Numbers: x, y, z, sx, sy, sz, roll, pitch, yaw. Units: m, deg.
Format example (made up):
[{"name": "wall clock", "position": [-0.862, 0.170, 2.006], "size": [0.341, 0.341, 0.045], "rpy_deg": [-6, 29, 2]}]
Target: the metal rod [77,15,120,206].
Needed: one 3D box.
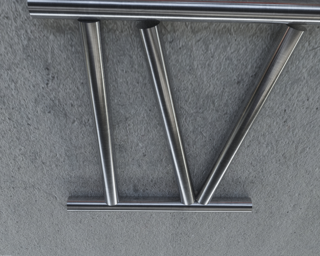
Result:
[{"name": "metal rod", "position": [-0.074, 0.003, 0.409], "size": [0.025, 0.025, 0.298], "rpy_deg": [1, 130, -1]}]

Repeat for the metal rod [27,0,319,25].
[{"name": "metal rod", "position": [0.026, -0.119, 0.308], "size": [0.302, 0.025, 0.025], "rpy_deg": [1, 130, -2]}]

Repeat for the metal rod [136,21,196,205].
[{"name": "metal rod", "position": [0.017, 0.005, 0.412], "size": [0.025, 0.025, 0.298], "rpy_deg": [-9, 130, 7]}]

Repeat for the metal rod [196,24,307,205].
[{"name": "metal rod", "position": [0.105, 0.005, 0.413], "size": [0.025, 0.025, 0.298], "rpy_deg": [10, 129, -9]}]

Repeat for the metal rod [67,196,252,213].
[{"name": "metal rod", "position": [0.000, 0.127, 0.516], "size": [0.302, 0.025, 0.025], "rpy_deg": [1, 130, -2]}]
